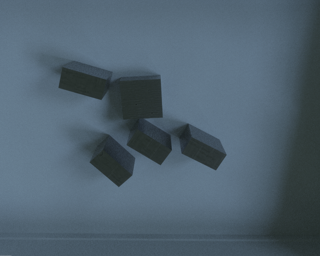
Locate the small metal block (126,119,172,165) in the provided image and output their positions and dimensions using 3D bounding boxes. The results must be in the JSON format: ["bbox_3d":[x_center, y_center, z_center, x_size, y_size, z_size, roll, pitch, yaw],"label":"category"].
[{"bbox_3d":[-0.013,0.016,0.403,0.050,0.050,0.025,32,107,-11],"label":"small metal block"}]

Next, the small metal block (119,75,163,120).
[{"bbox_3d":[-0.023,-0.039,0.396,0.050,0.025,0.050,-3,110,1],"label":"small metal block"}]

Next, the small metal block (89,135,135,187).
[{"bbox_3d":[-0.061,0.043,0.413,0.025,0.050,0.050,-42,105,14],"label":"small metal block"}]

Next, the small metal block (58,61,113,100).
[{"bbox_3d":[-0.088,-0.059,0.375,0.050,0.050,0.025,16,109,-6],"label":"small metal block"}]

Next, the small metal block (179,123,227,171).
[{"bbox_3d":[0.055,0.024,0.407,0.050,0.050,0.025,27,108,-10],"label":"small metal block"}]
